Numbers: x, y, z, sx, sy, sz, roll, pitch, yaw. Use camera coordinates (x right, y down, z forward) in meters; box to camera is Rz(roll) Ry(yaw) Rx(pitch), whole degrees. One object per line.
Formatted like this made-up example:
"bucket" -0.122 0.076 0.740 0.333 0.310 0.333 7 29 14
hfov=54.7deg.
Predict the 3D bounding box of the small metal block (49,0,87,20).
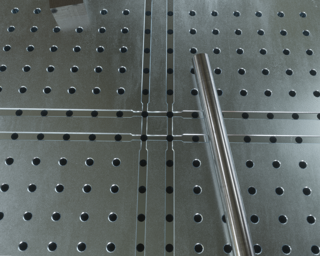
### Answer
"small metal block" -0.145 -0.202 0.484 0.050 0.025 0.050 -12 71 -5

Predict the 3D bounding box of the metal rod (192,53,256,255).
"metal rod" 0.080 0.038 0.398 0.025 0.025 0.299 -8 70 -3
